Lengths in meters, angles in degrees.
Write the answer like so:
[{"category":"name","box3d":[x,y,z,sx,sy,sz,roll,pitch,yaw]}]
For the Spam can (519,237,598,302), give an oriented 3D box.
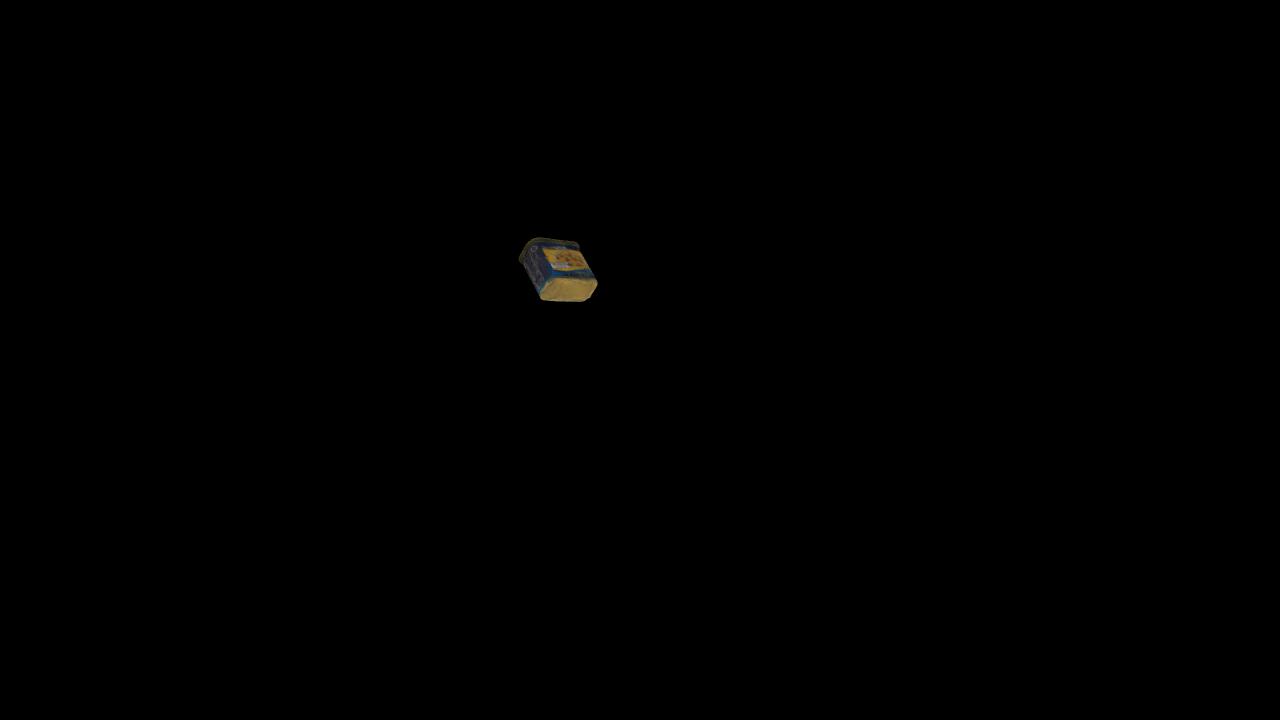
[{"category":"Spam can","box3d":[-0.126,-0.140,0.965,0.101,0.085,0.058,-4,-36,-43]}]
